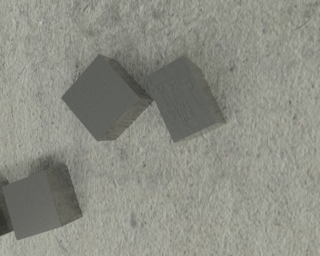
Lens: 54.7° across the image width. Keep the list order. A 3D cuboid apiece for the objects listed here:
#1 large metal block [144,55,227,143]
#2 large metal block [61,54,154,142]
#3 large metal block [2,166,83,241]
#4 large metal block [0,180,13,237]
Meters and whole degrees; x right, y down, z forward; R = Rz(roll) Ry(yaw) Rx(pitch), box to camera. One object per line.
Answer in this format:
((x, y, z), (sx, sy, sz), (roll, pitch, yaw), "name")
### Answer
((0.034, -0.031, 0.367), (0.050, 0.080, 0.080), (-27, 82, 18), "large metal block")
((-0.070, -0.039, 0.419), (0.080, 0.050, 0.080), (-45, 77, 14), "large metal block")
((-0.172, 0.109, 0.455), (0.080, 0.050, 0.080), (-21, 83, 18), "large metal block")
((-0.276, 0.139, 0.491), (0.080, 0.050, 0.080), (-27, 81, 17), "large metal block")
